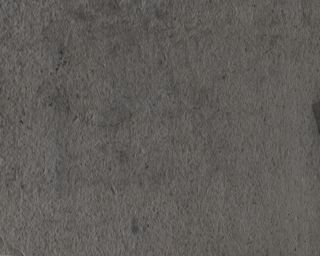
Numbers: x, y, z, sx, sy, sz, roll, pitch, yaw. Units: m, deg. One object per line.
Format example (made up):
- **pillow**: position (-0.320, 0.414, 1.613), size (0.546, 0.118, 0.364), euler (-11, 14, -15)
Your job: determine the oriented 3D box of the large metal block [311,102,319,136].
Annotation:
- **large metal block**: position (0.309, -0.014, 0.509), size (0.081, 0.050, 0.080), euler (-20, 97, -19)
